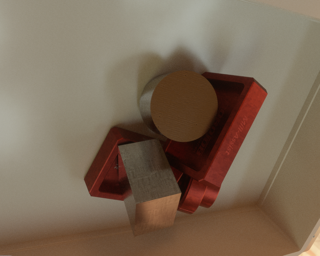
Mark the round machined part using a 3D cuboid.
[{"bbox_3d":[0.056,0.073,0.433,0.042,0.098,0.097,19,112,-4],"label":"round machined part"}]

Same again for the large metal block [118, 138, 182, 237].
[{"bbox_3d":[-0.017,0.072,0.378,0.050,0.080,0.079,-10,139,-16],"label":"large metal block"}]

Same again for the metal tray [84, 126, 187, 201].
[{"bbox_3d":[-0.025,0.058,0.426,0.131,0.030,0.090,19,108,-36],"label":"metal tray"}]

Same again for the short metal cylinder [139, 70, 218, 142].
[{"bbox_3d":[0.021,-0.026,0.368,0.081,0.050,0.079,-2,96,-17],"label":"short metal cylinder"}]

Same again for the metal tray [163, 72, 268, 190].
[{"bbox_3d":[0.061,-0.002,0.378,0.030,0.090,0.130,31,85,-35],"label":"metal tray"}]
